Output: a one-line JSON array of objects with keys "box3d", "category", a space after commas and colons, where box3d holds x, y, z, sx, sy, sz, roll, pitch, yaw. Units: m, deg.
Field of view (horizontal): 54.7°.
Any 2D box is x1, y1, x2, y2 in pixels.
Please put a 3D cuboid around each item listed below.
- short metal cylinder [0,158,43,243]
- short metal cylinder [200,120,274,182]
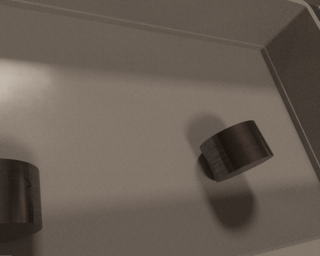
[{"box3d": [-0.142, 0.064, 0.256, 0.081, 0.080, 0.050, 0, 62, -28], "category": "short metal cylinder"}, {"box3d": [0.100, 0.032, 0.407, 0.081, 0.080, 0.050, -12, 68, -33], "category": "short metal cylinder"}]
